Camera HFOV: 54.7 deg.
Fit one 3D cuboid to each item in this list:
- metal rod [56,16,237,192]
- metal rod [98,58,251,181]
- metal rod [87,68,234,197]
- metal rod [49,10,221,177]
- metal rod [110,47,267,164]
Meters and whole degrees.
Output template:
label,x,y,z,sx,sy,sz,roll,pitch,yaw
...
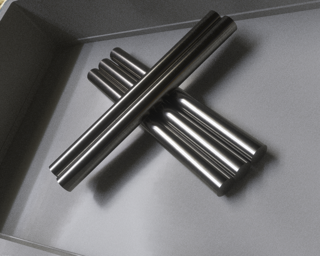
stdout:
label,x,y,z,sx,sy,sz,roll,pitch,yaw
metal rod,-0.014,-0.033,0.400,0.300,0.025,0.025,-44,51,-3
metal rod,-0.002,-0.029,0.422,0.025,0.025,0.300,-47,51,-4
metal rod,-0.020,-0.012,0.422,0.025,0.025,0.300,-47,51,-4
metal rod,-0.030,-0.046,0.416,0.300,0.025,0.025,-44,51,-3
metal rod,0.017,-0.047,0.424,0.025,0.025,0.300,-46,51,-4
